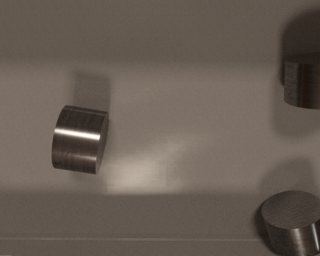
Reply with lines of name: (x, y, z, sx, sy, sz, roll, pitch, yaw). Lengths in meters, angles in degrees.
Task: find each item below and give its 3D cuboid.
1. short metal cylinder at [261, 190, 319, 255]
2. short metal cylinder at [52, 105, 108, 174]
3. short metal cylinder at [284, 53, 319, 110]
short metal cylinder: (0.189, 0.132, 0.434, 0.080, 0.080, 0.050, -18, 109, 6)
short metal cylinder: (-0.097, 0.015, 0.386, 0.050, 0.080, 0.079, 9, 110, -4)
short metal cylinder: (0.189, -0.058, 0.364, 0.080, 0.080, 0.050, -6, 110, 2)
